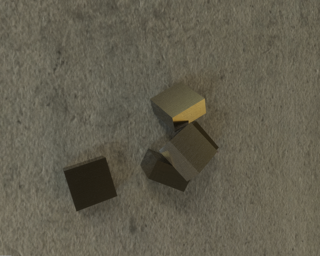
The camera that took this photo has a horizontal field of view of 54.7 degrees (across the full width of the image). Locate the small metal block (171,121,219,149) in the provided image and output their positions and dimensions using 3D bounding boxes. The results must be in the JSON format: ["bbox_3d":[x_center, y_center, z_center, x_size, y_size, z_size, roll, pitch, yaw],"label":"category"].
[{"bbox_3d":[0.044,0.026,0.426,0.050,0.025,0.050,-46,105,-15],"label":"small metal block"}]

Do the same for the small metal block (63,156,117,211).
[{"bbox_3d":[-0.086,0.066,0.378,0.050,0.025,0.050,-18,96,-20],"label":"small metal block"}]

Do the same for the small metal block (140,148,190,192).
[{"bbox_3d":[0.007,0.053,0.397,0.050,0.050,0.025,24,95,-19],"label":"small metal block"}]

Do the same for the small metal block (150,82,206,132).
[{"bbox_3d":[0.023,-0.029,0.403,0.050,0.050,0.025,-31,137,-18],"label":"small metal block"}]

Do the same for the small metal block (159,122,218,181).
[{"bbox_3d":[0.036,0.028,0.381,0.050,0.025,0.050,48,45,3],"label":"small metal block"}]
